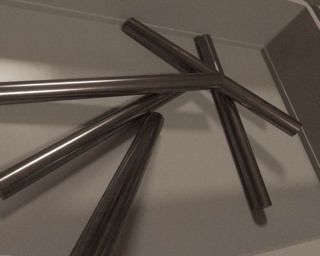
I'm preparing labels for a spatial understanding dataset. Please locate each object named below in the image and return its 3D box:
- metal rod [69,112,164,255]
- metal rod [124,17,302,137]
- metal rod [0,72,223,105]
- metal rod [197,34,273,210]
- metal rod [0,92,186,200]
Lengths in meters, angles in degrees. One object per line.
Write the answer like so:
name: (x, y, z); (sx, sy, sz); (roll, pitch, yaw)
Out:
metal rod: (-0.030, 0.048, 0.276); (0.025, 0.025, 0.301); (35, 24, -6)
metal rod: (0.078, -0.079, 0.471); (0.301, 0.025, 0.025); (33, 51, 3)
metal rod: (-0.054, -0.052, 0.386); (0.303, 0.025, 0.025); (-7, 65, -24)
metal rod: (0.108, -0.024, 0.480); (0.025, 0.025, 0.299); (1, 61, -28)
metal rod: (-0.053, -0.008, 0.382); (0.302, 0.025, 0.025); (-33, 81, -38)
